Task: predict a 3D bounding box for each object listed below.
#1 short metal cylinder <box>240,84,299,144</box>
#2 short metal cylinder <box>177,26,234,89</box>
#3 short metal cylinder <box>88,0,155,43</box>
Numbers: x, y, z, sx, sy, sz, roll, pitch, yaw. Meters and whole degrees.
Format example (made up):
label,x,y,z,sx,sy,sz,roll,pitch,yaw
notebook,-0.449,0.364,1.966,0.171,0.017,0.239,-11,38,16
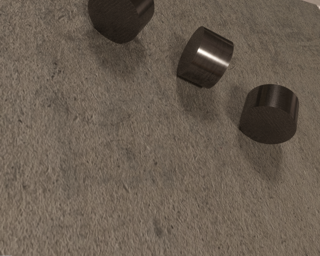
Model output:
label,x,y,z,sx,sy,sz,roll,pitch,yaw
short metal cylinder,0.168,-0.020,0.474,0.080,0.080,0.050,32,51,-8
short metal cylinder,0.067,-0.107,0.472,0.050,0.080,0.080,23,53,-15
short metal cylinder,-0.055,-0.171,0.444,0.080,0.080,0.050,34,51,-6
